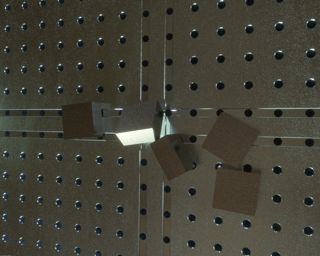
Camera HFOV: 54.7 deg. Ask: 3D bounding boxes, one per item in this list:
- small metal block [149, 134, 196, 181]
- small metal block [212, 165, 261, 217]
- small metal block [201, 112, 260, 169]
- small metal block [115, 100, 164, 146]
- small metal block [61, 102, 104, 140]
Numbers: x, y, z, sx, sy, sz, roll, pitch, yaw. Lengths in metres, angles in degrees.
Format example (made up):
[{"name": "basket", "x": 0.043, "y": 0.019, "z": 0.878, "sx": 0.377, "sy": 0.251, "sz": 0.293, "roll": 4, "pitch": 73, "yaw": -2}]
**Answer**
[{"name": "small metal block", "x": 0.017, "y": 0.036, "z": 0.393, "sx": 0.025, "sy": 0.050, "sz": 0.050, "roll": -30, "pitch": 81, "yaw": 17}, {"name": "small metal block", "x": 0.094, "y": 0.075, "z": 0.379, "sx": 0.050, "sy": 0.025, "sz": 0.050, "roll": 8, "pitch": 93, "yaw": 19}, {"name": "small metal block", "x": 0.087, "y": 0.014, "z": 0.382, "sx": 0.050, "sy": 0.025, "sz": 0.050, "roll": 32, "pitch": 100, "yaw": 16}, {"name": "small metal block", "x": -0.025, "y": -0.007, "z": 0.406, "sx": 0.050, "sy": 0.025, "sz": 0.050, "roll": -9, "pitch": 46, "yaw": 19}, {"name": "small metal block", "x": -0.113, "y": -0.010, "z": 0.451, "sx": 0.050, "sy": 0.025, "sz": 0.050, "roll": -5, "pitch": 88, "yaw": 19}]
